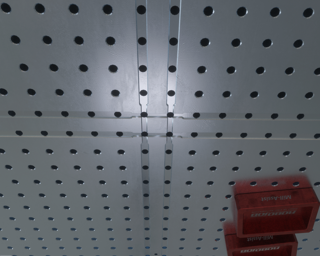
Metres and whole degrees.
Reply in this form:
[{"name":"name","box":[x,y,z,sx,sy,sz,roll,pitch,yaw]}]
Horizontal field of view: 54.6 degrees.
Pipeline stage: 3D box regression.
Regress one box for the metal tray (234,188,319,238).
[{"name":"metal tray","box":[0.197,0.148,0.535,0.131,0.030,0.090,-6,130,5]}]

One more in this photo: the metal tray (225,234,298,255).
[{"name":"metal tray","box":[0.199,0.242,0.615,0.130,0.030,0.090,-9,130,7]}]
